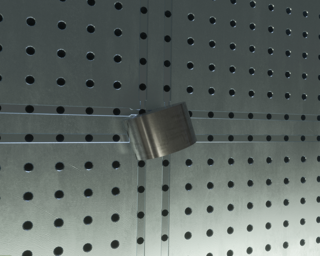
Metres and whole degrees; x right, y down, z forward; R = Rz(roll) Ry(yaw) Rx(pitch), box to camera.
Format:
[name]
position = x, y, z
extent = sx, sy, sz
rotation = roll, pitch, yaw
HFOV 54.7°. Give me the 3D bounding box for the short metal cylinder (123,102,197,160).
[short metal cylinder]
position = 0.000, 0.002, 0.384
extent = 0.081, 0.080, 0.050
rotation = -19, 96, -19
